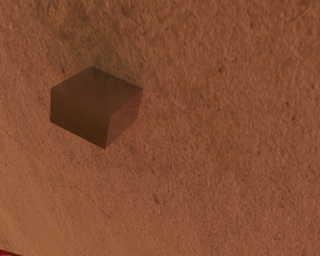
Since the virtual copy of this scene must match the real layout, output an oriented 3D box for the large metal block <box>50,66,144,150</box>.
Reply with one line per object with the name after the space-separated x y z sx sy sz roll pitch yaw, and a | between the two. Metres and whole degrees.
-0.079 -0.029 0.393 0.080 0.080 0.050 25 127 12 | large metal block
